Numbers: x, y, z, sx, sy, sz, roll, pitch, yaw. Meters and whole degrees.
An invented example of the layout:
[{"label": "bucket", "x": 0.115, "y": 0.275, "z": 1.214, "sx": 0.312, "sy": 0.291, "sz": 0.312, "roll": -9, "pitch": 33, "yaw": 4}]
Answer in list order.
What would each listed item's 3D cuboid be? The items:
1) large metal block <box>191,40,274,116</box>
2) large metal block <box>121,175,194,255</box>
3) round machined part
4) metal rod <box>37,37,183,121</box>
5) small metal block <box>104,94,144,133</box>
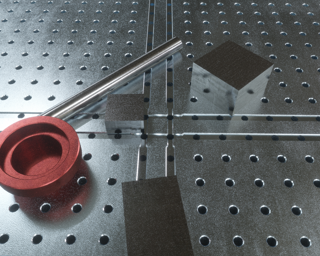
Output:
[{"label": "large metal block", "x": 0.104, "y": -0.076, "z": 0.456, "sx": 0.080, "sy": 0.050, "sz": 0.080, "roll": -36, "pitch": 59, "yaw": -26}, {"label": "large metal block", "x": -0.004, "y": 0.102, "z": 0.286, "sx": 0.050, "sy": 0.080, "sz": 0.080, "roll": -7, "pitch": 51, "yaw": -6}, {"label": "round machined part", "x": -0.141, "y": 0.036, "z": 0.362, "sx": 0.099, "sy": 0.042, "sz": 0.098, "roll": 2, "pitch": 52, "yaw": -2}, {"label": "metal rod", "x": -0.078, "y": -0.063, "z": 0.460, "sx": 0.302, "sy": 0.025, "sz": 0.025, "roll": -37, "pitch": 59, "yaw": -27}, {"label": "small metal block", "x": -0.047, "y": -0.020, "z": 0.424, "sx": 0.050, "sy": 0.025, "sz": 0.050, "roll": -1, "pitch": 50, "yaw": -1}]
